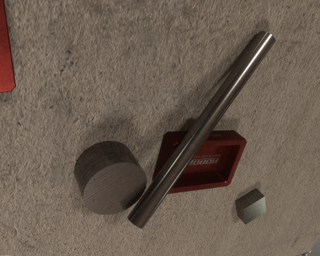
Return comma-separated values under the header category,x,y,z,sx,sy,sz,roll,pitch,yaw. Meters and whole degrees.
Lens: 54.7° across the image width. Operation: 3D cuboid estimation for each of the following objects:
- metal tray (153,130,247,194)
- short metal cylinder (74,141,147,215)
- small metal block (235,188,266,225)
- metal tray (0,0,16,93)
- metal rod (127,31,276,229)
category,x,y,z,sx,sy,sz,roll,pitch,yaw
metal tray,0.061,0.050,0.469,0.131,0.030,0.089,-1,119,-29
short metal cylinder,-0.064,0.063,0.396,0.081,0.050,0.079,-14,125,-21
small metal block,0.176,0.152,0.601,0.050,0.025,0.050,-27,128,-12
metal tray,-0.175,-0.091,0.252,0.091,0.030,0.129,-8,122,-25
metal rod,0.056,0.000,0.406,0.025,0.025,0.300,38,86,-39
